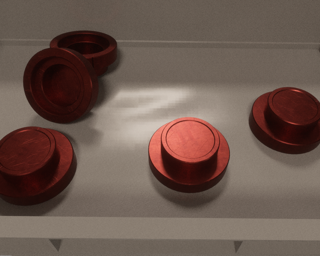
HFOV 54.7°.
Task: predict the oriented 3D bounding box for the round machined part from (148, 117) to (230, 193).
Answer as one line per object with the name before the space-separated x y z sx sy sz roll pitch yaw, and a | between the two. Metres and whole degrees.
round machined part | 0.035 0.025 0.374 0.099 0.042 0.098 0 50 0

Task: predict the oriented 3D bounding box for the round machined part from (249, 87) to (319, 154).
round machined part | 0.172 -0.017 0.410 0.099 0.042 0.098 0 50 0

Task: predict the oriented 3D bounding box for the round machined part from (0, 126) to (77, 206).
round machined part | -0.151 0.037 0.361 0.099 0.042 0.098 0 50 0

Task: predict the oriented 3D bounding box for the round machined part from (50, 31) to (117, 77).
round machined part | -0.116 -0.111 0.478 0.099 0.042 0.098 3 39 -2

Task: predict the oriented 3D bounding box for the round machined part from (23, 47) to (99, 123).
round machined part | -0.128 -0.058 0.417 0.098 0.097 0.042 13 16 10
